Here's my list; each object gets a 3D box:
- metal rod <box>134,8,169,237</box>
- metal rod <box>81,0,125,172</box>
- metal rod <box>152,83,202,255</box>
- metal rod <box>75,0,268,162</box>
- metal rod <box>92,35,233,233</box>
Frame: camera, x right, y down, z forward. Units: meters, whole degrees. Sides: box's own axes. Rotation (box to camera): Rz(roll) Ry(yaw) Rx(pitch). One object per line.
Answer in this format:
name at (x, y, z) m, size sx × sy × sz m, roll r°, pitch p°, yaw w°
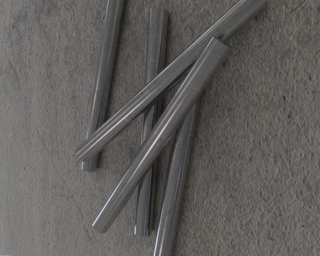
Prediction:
metal rod at (-0.012, -0.005, 0.414) m, size 0.025 × 0.025 × 0.298 m, roll 7°, pitch 95°, yaw 40°
metal rod at (-0.086, -0.078, 0.476) m, size 0.025 × 0.025 × 0.298 m, roll 18°, pitch 102°, yaw 38°
metal rod at (0.016, 0.089, 0.391) m, size 0.025 × 0.025 × 0.298 m, roll 16°, pitch 100°, yaw 39°
metal rod at (-0.003, -0.049, 0.379) m, size 0.299 × 0.025 × 0.025 m, roll -39°, pitch 66°, yaw 23°
metal rod at (-0.010, 0.025, 0.379) m, size 0.025 × 0.025 × 0.298 m, roll 48°, pitch 118°, yaw 29°
